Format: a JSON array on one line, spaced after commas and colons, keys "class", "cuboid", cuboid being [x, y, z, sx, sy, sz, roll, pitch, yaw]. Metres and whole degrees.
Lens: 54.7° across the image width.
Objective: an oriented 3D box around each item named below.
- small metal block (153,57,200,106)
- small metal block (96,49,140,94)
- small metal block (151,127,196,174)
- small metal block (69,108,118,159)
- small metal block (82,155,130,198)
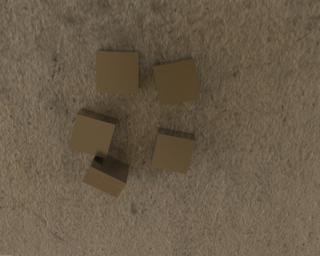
[{"class": "small metal block", "cuboid": [0.021, -0.059, 0.388, 0.050, 0.025, 0.050, -10, 110, 3]}, {"class": "small metal block", "cuboid": [-0.051, -0.070, 0.383, 0.050, 0.025, 0.050, 1, 110, -1]}, {"class": "small metal block", "cuboid": [0.017, 0.030, 0.421, 0.050, 0.025, 0.050, 11, 110, -5]}, {"class": "small metal block", "cuboid": [-0.088, 0.007, 0.411, 0.050, 0.025, 0.050, 16, 109, -7]}, {"class": "small metal block", "cuboid": [-0.071, 0.061, 0.418, 0.050, 0.050, 0.025, 28, 108, -10]}]
